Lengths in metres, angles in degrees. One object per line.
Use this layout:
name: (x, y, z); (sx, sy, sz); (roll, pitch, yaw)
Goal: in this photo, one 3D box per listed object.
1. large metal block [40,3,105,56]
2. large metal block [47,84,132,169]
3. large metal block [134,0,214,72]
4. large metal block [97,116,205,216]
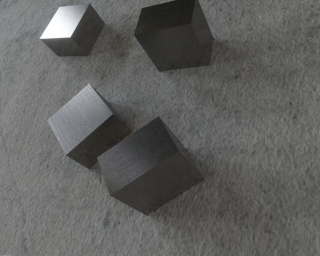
large metal block: (-0.163, -0.183, 0.583); (0.080, 0.050, 0.080); (8, 65, 31)
large metal block: (-0.101, -0.003, 0.441); (0.080, 0.050, 0.080); (-42, 51, -1)
large metal block: (0.023, -0.128, 0.434); (0.080, 0.080, 0.050); (-2, 61, 27)
large metal block: (-0.008, 0.045, 0.344); (0.080, 0.080, 0.050); (-34, 52, 6)
